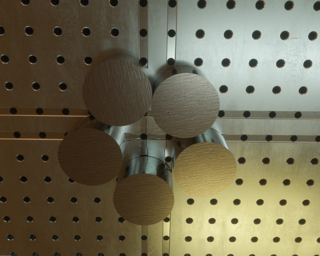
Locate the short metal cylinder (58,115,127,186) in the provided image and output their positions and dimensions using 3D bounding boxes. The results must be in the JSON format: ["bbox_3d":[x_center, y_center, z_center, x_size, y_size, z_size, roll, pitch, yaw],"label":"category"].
[{"bbox_3d":[-0.087,0.029,0.409,0.081,0.050,0.079,0,111,0],"label":"short metal cylinder"}]

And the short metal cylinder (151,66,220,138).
[{"bbox_3d":[0.030,-0.034,0.387,0.081,0.050,0.079,0,110,0],"label":"short metal cylinder"}]

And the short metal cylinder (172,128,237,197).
[{"bbox_3d":[0.057,0.045,0.416,0.081,0.050,0.079,0,112,0],"label":"short metal cylinder"}]

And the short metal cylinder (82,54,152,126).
[{"bbox_3d":[-0.049,-0.048,0.381,0.081,0.050,0.079,0,110,-1],"label":"short metal cylinder"}]

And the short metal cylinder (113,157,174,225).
[{"bbox_3d":[-0.021,0.086,0.430,0.081,0.050,0.079,0,110,0],"label":"short metal cylinder"}]
